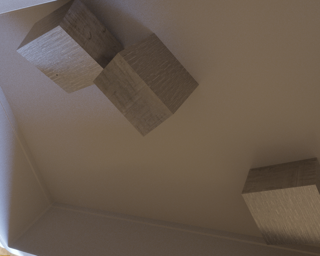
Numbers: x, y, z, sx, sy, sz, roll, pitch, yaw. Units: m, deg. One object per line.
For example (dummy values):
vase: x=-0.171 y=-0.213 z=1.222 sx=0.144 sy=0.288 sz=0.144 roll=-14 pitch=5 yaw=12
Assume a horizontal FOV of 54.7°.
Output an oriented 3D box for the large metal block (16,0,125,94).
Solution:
large metal block: x=-0.104 y=-0.093 z=0.369 sx=0.080 sy=0.050 sz=0.080 roll=-12 pitch=139 yaw=35

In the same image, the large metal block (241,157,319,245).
large metal block: x=0.155 y=0.088 z=0.366 sx=0.080 sy=0.050 sz=0.080 roll=-17 pitch=110 yaw=35

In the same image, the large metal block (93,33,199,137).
large metal block: x=-0.012 y=-0.050 z=0.348 sx=0.080 sy=0.080 sz=0.050 roll=48 pitch=129 yaw=-6
